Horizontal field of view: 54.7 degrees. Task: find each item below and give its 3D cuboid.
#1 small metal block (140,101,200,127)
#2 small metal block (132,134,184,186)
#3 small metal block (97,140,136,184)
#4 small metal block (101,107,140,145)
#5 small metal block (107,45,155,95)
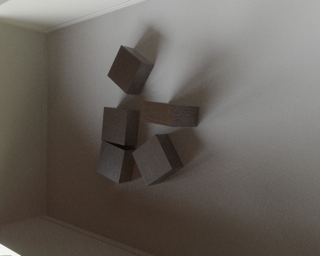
[{"bbox_3d":[0.012,-0.017,0.380,0.050,0.050,0.025,11,97,39],"label":"small metal block"},{"bbox_3d":[-0.004,0.042,0.410,0.050,0.025,0.050,-39,66,33],"label":"small metal block"},{"bbox_3d":[-0.065,0.049,0.460,0.050,0.025,0.050,19,102,38],"label":"small metal block"},{"bbox_3d":[-0.058,-0.004,0.455,0.050,0.025,0.050,9,96,39],"label":"small metal block"},{"bbox_3d":[-0.043,-0.082,0.442,0.050,0.025,0.050,44,116,31],"label":"small metal block"}]
